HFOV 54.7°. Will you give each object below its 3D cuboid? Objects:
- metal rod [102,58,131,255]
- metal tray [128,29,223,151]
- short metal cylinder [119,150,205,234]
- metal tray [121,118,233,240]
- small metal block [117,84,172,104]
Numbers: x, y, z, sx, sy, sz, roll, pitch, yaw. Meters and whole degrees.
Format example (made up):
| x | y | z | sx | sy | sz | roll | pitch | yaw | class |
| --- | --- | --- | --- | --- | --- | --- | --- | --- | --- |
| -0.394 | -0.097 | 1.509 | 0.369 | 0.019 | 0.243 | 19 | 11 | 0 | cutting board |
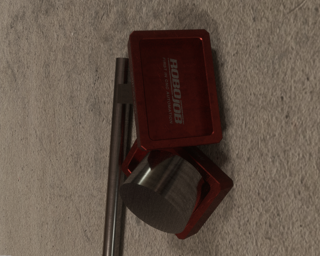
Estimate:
| x | y | z | sx | sy | sz | roll | pitch | yaw | class |
| --- | --- | --- | --- | --- | --- | --- | --- | --- | --- |
| -0.062 | 0.049 | 0.453 | 0.025 | 0.025 | 0.298 | 8 | 95 | 39 | metal rod |
| 0.015 | -0.043 | 0.348 | 0.030 | 0.091 | 0.129 | 149 | 116 | -77 | metal tray |
| 0.003 | 0.070 | 0.343 | 0.080 | 0.050 | 0.080 | 22 | 140 | 20 | short metal cylinder |
| 0.015 | 0.059 | 0.387 | 0.130 | 0.030 | 0.089 | 44 | 116 | 30 | metal tray |
| -0.019 | -0.043 | 0.403 | 0.050 | 0.050 | 0.025 | 5 | 93 | 39 | small metal block |
